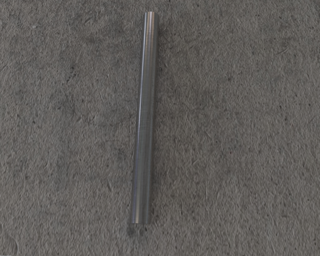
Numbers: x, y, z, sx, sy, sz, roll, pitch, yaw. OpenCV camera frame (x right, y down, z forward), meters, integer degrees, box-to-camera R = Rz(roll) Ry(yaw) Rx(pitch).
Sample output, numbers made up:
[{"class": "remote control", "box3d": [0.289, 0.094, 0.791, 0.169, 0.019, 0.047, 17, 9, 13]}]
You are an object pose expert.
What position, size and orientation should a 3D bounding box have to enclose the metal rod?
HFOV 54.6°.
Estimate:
[{"class": "metal rod", "box3d": [-0.018, -0.027, 0.417, 0.025, 0.025, 0.299, 2, 70, 1]}]
